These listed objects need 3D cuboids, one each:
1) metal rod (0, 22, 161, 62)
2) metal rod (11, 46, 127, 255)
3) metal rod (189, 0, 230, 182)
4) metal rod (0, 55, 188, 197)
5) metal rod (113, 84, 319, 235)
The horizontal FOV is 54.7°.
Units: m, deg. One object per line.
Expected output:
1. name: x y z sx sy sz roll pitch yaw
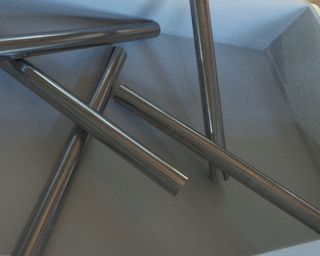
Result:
1. metal rod: -0.102 -0.112 0.388 0.302 0.025 0.025 -27 76 -46
2. metal rod: -0.090 0.012 0.349 0.025 0.025 0.300 25 53 -13
3. metal rod: 0.062 -0.080 0.411 0.025 0.025 0.298 -6 89 -31
4. metal rod: -0.099 -0.026 0.339 0.300 0.025 0.025 36 51 7
5. metal rod: 0.071 0.034 0.384 0.301 0.025 0.025 33 50 9
